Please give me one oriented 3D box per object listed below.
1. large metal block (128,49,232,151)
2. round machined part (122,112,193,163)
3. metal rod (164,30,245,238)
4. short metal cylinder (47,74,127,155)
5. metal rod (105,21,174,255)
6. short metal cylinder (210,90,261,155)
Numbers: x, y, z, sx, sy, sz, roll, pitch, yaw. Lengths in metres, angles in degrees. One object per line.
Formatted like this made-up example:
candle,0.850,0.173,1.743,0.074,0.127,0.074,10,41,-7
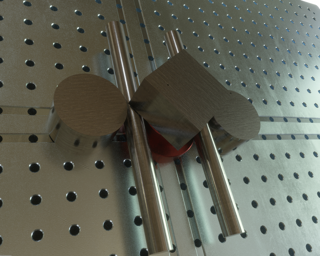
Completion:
large metal block,0.025,-0.035,0.366,0.080,0.050,0.080,44,51,2
round machined part,0.003,-0.007,0.404,0.099,0.042,0.098,14,56,-21
metal rod,0.051,-0.010,0.415,0.025,0.025,0.299,0,62,-28
short metal cylinder,-0.084,-0.015,0.356,0.081,0.050,0.080,14,56,-21
metal rod,-0.031,-0.009,0.369,0.025,0.025,0.299,0,62,-28
short metal cylinder,0.096,-0.008,0.448,0.081,0.050,0.080,14,56,-21
